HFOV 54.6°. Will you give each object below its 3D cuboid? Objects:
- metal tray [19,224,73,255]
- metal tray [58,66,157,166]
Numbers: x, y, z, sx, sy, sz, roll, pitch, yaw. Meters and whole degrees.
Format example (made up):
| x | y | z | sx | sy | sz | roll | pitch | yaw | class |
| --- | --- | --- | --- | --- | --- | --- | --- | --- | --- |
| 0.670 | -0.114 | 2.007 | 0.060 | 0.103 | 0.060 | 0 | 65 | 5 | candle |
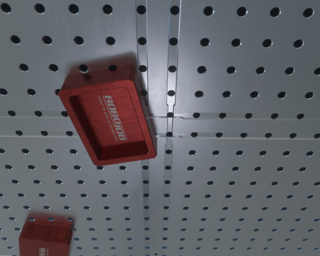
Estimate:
| x | y | z | sx | sy | sz | roll | pitch | yaw | class |
| --- | --- | --- | --- | --- | --- | --- | --- | --- | --- |
| -0.225 | 0.242 | 0.613 | 0.091 | 0.030 | 0.129 | 11 | 129 | -10 | metal tray |
| -0.060 | -0.010 | 0.399 | 0.090 | 0.030 | 0.129 | -9 | 130 | 7 | metal tray |
